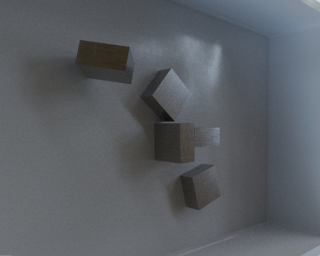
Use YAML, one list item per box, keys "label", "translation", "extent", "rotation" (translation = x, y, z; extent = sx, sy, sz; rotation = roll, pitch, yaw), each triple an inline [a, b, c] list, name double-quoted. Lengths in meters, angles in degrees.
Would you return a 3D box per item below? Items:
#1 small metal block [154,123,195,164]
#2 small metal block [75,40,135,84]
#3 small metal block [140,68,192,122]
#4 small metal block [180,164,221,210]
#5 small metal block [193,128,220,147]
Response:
- label: "small metal block"
  translation: [0.018, 0.019, 0.408]
  extent: [0.025, 0.050, 0.050]
  rotation: [-2, 92, -40]
- label: "small metal block"
  translation: [-0.056, -0.069, 0.331]
  extent: [0.050, 0.050, 0.025]
  rotation: [9, 83, 2]
- label: "small metal block"
  translation: [0.009, -0.044, 0.416]
  extent: [0.050, 0.025, 0.050]
  rotation: [48, 61, -30]
- label: "small metal block"
  translation: [0.061, 0.086, 0.460]
  extent: [0.050, 0.025, 0.050]
  rotation: [-20, 103, -38]
- label: "small metal block"
  translation: [0.047, 0.012, 0.432]
  extent: [0.050, 0.050, 0.025]
  rotation: [-1, 91, -40]
